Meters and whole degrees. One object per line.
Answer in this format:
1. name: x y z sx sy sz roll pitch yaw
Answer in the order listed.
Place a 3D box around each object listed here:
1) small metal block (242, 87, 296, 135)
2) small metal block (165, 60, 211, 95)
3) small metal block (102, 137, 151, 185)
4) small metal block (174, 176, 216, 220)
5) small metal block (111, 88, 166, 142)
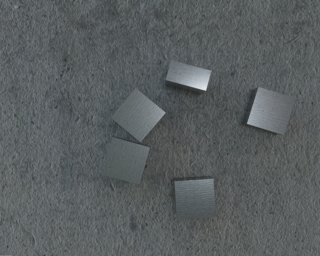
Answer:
1. small metal block: 0.143 -0.022 0.411 0.050 0.025 0.050 17 90 0
2. small metal block: 0.034 -0.064 0.398 0.050 0.050 0.025 15 90 0
3. small metal block: -0.044 0.042 0.410 0.050 0.025 0.050 15 90 0
4. small metal block: 0.045 0.092 0.410 0.050 0.025 0.050 -4 90 0
5. small metal block: -0.028 -0.017 0.410 0.050 0.025 0.050 40 90 0
